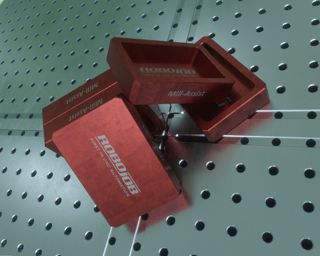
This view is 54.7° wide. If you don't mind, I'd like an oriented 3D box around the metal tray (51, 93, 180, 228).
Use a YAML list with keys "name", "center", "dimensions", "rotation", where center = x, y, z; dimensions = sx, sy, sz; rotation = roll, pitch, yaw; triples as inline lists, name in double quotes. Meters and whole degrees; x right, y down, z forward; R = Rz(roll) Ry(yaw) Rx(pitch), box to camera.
- name: "metal tray"
  center: [-0.047, 0.038, 0.349]
  dimensions: [0.090, 0.130, 0.030]
  rotation: [-29, 11, 10]

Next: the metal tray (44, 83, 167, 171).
- name: "metal tray"
  center: [-0.069, 0.000, 0.399]
  dimensions: [0.130, 0.090, 0.030]
  rotation: [-29, 52, 10]

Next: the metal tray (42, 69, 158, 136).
- name: "metal tray"
  center: [-0.078, -0.022, 0.418]
  dimensions: [0.130, 0.090, 0.030]
  rotation: [-29, 52, 10]

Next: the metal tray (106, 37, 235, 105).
- name: "metal tray"
  center: [0.012, -0.069, 0.370]
  dimensions: [0.131, 0.030, 0.090]
  rotation: [-4, 45, -29]

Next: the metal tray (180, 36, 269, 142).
- name: "metal tray"
  center: [0.064, -0.055, 0.403]
  dimensions: [0.090, 0.030, 0.130]
  rotation: [-37, 51, 3]
